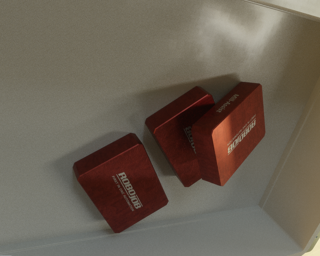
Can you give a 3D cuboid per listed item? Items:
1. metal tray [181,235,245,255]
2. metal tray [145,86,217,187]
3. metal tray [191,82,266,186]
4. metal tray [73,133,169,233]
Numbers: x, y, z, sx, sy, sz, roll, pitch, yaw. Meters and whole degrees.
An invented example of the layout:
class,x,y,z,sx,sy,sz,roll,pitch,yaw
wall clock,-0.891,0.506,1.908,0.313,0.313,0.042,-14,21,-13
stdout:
class,x,y,z,sx,sy,sz,roll,pitch,yaw
metal tray,0.101,0.264,0.626,0.131,0.030,0.090,20,108,-36
metal tray,0.046,0.016,0.440,0.090,0.030,0.130,-34,129,-6
metal tray,0.099,0.005,0.422,0.131,0.030,0.090,-40,128,-35
metal tray,-0.049,0.079,0.428,0.090,0.030,0.129,-29,128,-10
